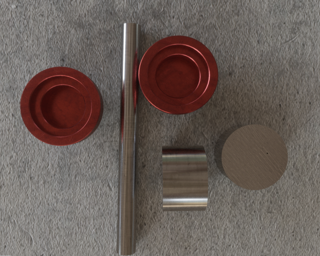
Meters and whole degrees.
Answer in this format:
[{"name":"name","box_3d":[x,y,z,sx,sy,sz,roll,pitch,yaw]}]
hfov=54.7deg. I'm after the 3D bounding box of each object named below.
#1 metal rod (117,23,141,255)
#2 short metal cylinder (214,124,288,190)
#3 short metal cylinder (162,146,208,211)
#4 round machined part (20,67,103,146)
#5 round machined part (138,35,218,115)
[{"name":"metal rod","box_3d":[-0.041,0.014,0.409,0.025,0.025,0.298,1,90,-1]},{"name":"short metal cylinder","box_3d":[0.114,0.035,0.399,0.081,0.050,0.079,0,90,-1]},{"name":"short metal cylinder","box_3d":[0.028,0.062,0.383,0.050,0.080,0.079,-1,90,0]},{"name":"round machined part","box_3d":[-0.122,-0.027,0.400,0.099,0.042,0.097,0,90,-1]},{"name":"round machined part","box_3d":[0.023,-0.066,0.402,0.099,0.042,0.097,0,90,-1]}]
